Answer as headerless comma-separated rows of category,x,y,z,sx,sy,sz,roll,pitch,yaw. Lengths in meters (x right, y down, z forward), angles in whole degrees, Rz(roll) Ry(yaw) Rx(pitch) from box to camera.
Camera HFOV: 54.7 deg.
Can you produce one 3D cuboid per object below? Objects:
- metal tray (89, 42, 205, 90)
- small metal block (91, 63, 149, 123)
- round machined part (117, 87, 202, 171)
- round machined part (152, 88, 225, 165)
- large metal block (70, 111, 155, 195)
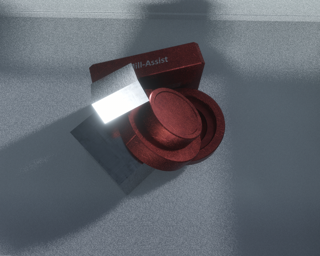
metal tray,-0.015,-0.059,0.394,0.131,0.090,0.030,-14,72,-6
small metal block,-0.043,-0.038,0.323,0.050,0.025,0.050,-27,33,3
round machined part,0.007,-0.005,0.340,0.099,0.042,0.098,24,43,-24
round machined part,0.031,0.001,0.400,0.099,0.042,0.098,0,70,-1
large metal block,-0.051,0.029,0.368,0.050,0.080,0.080,-42,76,-14
